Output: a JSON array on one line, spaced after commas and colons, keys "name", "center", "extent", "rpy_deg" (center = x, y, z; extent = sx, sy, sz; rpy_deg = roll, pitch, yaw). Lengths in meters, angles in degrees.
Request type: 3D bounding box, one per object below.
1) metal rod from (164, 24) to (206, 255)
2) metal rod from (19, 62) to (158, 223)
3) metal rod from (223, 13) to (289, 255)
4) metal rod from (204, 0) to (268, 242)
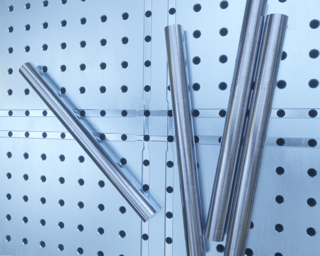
[{"name": "metal rod", "center": [0.032, 0.017, 0.401], "extent": [0.025, 0.025, 0.298], "rpy_deg": [-6, 88, 20]}, {"name": "metal rod", "center": [-0.111, 0.013, 0.452], "extent": [0.025, 0.025, 0.300], "rpy_deg": [-46, 76, 14]}, {"name": "metal rod", "center": [0.114, 0.017, 0.372], "extent": [0.025, 0.025, 0.298], "rpy_deg": [11, 94, 20]}, {"name": "metal rod", "center": [0.092, -0.010, 0.380], "extent": [0.025, 0.025, 0.298], "rpy_deg": [11, 94, 20]}]
